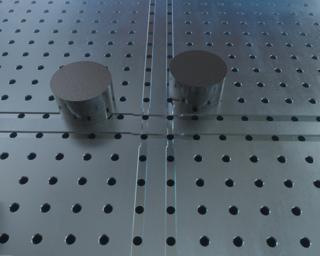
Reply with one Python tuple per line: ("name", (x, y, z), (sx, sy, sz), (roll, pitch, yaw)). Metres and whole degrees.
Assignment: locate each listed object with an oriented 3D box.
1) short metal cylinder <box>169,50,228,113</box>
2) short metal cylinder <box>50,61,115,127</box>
("short metal cylinder", (0.053, -0.068, 0.449), (0.081, 0.050, 0.080), (0, 50, 0))
("short metal cylinder", (-0.105, -0.048, 0.431), (0.081, 0.050, 0.080), (0, 50, 0))
